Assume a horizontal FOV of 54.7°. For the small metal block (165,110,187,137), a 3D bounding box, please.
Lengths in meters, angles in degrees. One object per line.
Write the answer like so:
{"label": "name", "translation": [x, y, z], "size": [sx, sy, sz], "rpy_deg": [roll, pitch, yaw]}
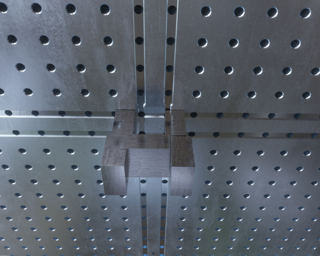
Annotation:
{"label": "small metal block", "translation": [0.019, 0.012, 0.405], "size": [0.025, 0.050, 0.050], "rpy_deg": [-1, 130, 0]}

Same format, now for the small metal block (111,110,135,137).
{"label": "small metal block", "translation": [-0.046, 0.012, 0.403], "size": [0.025, 0.050, 0.050], "rpy_deg": [0, 130, -1]}

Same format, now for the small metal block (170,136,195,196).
{"label": "small metal block", "translation": [0.025, 0.045, 0.366], "size": [0.025, 0.050, 0.050], "rpy_deg": [1, 130, -1]}

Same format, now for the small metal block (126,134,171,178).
{"label": "small metal block", "translation": [-0.014, 0.034, 0.376], "size": [0.050, 0.025, 0.050], "rpy_deg": [0, 130, -1]}

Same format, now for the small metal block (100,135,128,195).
{"label": "small metal block", "translation": [-0.051, 0.044, 0.365], "size": [0.025, 0.050, 0.050], "rpy_deg": [1, 130, -1]}
